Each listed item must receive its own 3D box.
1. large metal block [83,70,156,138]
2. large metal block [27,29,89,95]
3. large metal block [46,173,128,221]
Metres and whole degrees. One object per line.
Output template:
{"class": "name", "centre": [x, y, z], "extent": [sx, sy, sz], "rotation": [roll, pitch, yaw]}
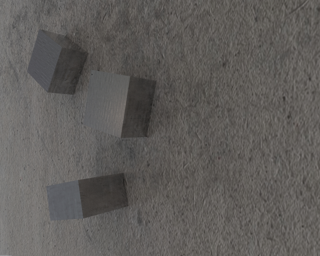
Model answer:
{"class": "large metal block", "centre": [-0.058, -0.035, 0.437], "extent": [0.080, 0.050, 0.079], "rotation": [16, 100, 39]}
{"class": "large metal block", "centre": [-0.179, -0.113, 0.537], "extent": [0.080, 0.050, 0.079], "rotation": [39, 114, 33]}
{"class": "large metal block", "centre": [-0.107, 0.101, 0.458], "extent": [0.080, 0.081, 0.050], "rotation": [-17, 80, 39]}
